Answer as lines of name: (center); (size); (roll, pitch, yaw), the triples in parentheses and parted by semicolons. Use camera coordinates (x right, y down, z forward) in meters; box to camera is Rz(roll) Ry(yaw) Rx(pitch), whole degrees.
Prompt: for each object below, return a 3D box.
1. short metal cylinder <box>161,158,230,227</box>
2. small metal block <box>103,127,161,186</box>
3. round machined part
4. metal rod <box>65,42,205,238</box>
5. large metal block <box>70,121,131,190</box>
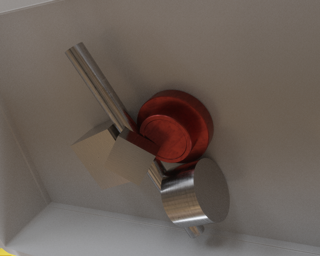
short metal cylinder: (0.046, 0.083, 0.397); (0.050, 0.080, 0.080); (-22, 107, 36)
small metal block: (-0.035, 0.035, 0.383); (0.050, 0.025, 0.050); (29, 117, 1)
round machined part: (0.014, 0.005, 0.389); (0.098, 0.042, 0.097); (13, 124, 20)
metal rod: (-0.026, 0.026, 0.408); (0.025, 0.025, 0.299); (-23, 107, 36)
large metal block: (-0.065, 0.034, 0.441); (0.080, 0.050, 0.080); (-22, 107, 36)
